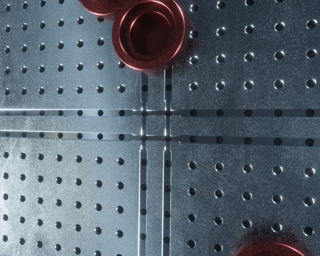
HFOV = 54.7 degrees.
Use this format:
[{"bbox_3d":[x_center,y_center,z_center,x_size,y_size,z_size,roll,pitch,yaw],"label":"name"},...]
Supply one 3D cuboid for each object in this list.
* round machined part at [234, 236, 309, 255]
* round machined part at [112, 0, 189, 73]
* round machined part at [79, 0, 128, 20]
[{"bbox_3d":[0.131,0.173,0.357,0.098,0.042,0.097,0,90,19],"label":"round machined part"},{"bbox_3d":[-0.010,-0.121,0.406,0.098,0.042,0.097,0,90,19],"label":"round machined part"},{"bbox_3d":[-0.075,-0.206,0.429,0.098,0.042,0.097,0,90,19],"label":"round machined part"}]
